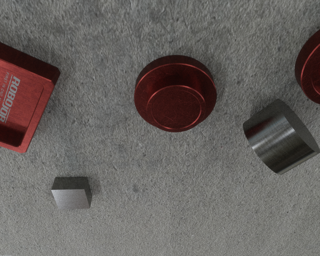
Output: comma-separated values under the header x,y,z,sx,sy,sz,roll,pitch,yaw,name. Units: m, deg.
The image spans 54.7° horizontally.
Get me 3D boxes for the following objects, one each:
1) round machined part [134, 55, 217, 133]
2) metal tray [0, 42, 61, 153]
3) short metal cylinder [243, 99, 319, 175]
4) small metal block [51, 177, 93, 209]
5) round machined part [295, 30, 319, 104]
x,y,z,sx,sy,sz,roll,pitch,yaw,name
0.018,-0.033,0.368,0.099,0.042,0.097,-1,130,0,round machined part
-0.186,-0.033,0.372,0.091,0.030,0.129,24,126,-19,metal tray
0.149,0.011,0.382,0.080,0.080,0.050,34,122,-26,short metal cylinder
-0.139,0.104,0.494,0.050,0.025,0.050,-1,130,0,small metal block
0.197,-0.075,0.336,0.099,0.042,0.097,-1,130,0,round machined part
